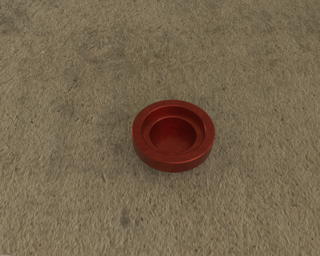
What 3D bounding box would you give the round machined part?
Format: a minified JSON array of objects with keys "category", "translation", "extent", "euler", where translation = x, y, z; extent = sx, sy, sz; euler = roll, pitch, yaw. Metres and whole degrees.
[{"category":"round machined part","translation":[0.015,0.014,0.382],"extent":[0.099,0.042,0.098],"euler":[0,50,0]}]
